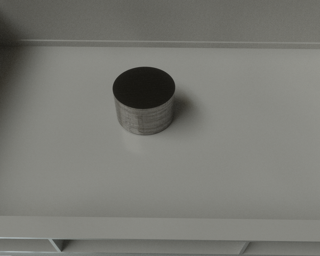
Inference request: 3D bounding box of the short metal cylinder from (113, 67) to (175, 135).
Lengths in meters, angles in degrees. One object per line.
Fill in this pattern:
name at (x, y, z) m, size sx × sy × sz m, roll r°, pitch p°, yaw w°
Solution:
short metal cylinder at (-0.020, -0.037, 0.418) m, size 0.080 × 0.050 × 0.080 m, roll 0°, pitch 50°, yaw 0°
